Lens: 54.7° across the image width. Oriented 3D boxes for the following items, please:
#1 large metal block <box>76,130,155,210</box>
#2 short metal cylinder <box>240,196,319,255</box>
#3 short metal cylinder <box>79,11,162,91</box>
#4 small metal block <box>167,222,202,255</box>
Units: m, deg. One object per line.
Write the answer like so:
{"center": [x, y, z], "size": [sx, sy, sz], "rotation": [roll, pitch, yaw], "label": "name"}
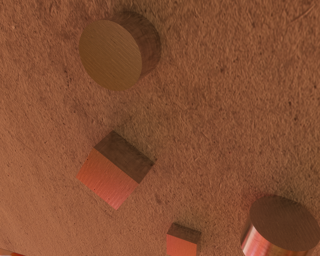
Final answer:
{"center": [-0.068, 0.064, 0.466], "size": [0.080, 0.050, 0.080], "rotation": [39, 129, 2], "label": "large metal block"}
{"center": [0.143, 0.129, 0.376], "size": [0.080, 0.080, 0.050], "rotation": [18, 126, 18], "label": "short metal cylinder"}
{"center": [-0.045, -0.089, 0.359], "size": [0.080, 0.050, 0.079], "rotation": [13, 124, 21], "label": "short metal cylinder"}
{"center": [0.039, 0.187, 0.502], "size": [0.050, 0.025, 0.050], "rotation": [12, 124, 21], "label": "small metal block"}
